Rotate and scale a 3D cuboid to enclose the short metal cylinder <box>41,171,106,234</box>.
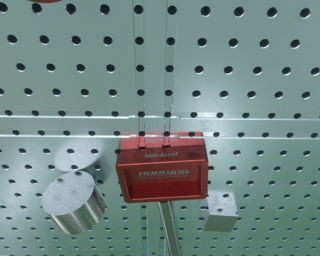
[{"bbox_3d":[-0.129,0.112,0.469,0.080,0.080,0.050,-10,130,8],"label":"short metal cylinder"}]

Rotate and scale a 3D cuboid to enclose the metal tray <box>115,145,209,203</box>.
[{"bbox_3d":[0.006,0.072,0.469,0.131,0.030,0.089,-4,130,2],"label":"metal tray"}]

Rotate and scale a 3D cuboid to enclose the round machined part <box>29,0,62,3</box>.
[{"bbox_3d":[-0.103,-0.162,0.261,0.099,0.042,0.097,-1,130,0],"label":"round machined part"}]

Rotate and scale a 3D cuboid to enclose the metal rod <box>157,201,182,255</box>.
[{"bbox_3d":[0.025,0.225,0.603,0.025,0.025,0.298,-6,130,5],"label":"metal rod"}]

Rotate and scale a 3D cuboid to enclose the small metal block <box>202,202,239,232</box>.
[{"bbox_3d":[0.105,0.159,0.549,0.050,0.025,0.050,5,130,-5],"label":"small metal block"}]
